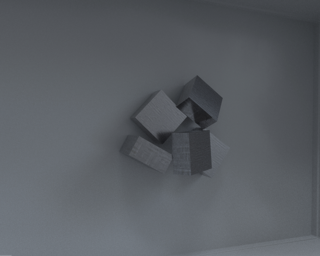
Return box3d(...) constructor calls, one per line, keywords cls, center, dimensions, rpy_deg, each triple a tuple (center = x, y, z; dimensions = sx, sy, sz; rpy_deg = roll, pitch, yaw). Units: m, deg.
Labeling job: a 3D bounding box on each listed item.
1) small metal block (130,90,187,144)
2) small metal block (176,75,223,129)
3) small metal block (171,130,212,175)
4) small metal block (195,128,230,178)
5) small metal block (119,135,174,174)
box3d(cls="small metal block", center=(-0.002, -0.014, 0.408), dimensions=(0.050, 0.025, 0.050), rpy_deg=(45, 76, -15))
box3d(cls="small metal block", center=(0.055, -0.035, 0.418), dimensions=(0.050, 0.025, 0.050), rpy_deg=(39, 45, -17))
box3d(cls="small metal block", center=(0.040, 0.029, 0.386), dimensions=(0.050, 0.025, 0.050), rpy_deg=(-5, 92, -52))
box3d(cls="small metal block", center=(0.061, 0.034, 0.432), dimensions=(0.050, 0.025, 0.050), rpy_deg=(37, 78, -17))
box3d(cls="small metal block", center=(-0.018, 0.032, 0.389), dimensions=(0.050, 0.050, 0.025), rpy_deg=(31, 80, -18))
